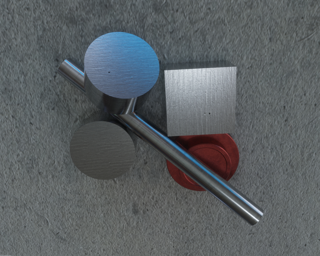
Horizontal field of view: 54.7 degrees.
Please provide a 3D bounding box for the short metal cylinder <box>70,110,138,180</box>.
[{"bbox_3d":[-0.071,0.020,0.405,0.081,0.050,0.079,0,110,0],"label":"short metal cylinder"}]

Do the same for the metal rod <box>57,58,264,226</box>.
[{"bbox_3d":[0.000,0.016,0.381,0.300,0.025,0.025,38,106,0],"label":"metal rod"}]

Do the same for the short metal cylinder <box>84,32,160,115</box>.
[{"bbox_3d":[-0.046,-0.061,0.355,0.081,0.050,0.080,4,72,-13],"label":"short metal cylinder"}]

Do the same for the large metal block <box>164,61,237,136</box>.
[{"bbox_3d":[0.047,-0.038,0.382,0.080,0.050,0.079,-3,110,1],"label":"large metal block"}]

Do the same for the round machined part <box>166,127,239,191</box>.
[{"bbox_3d":[0.058,0.044,0.418,0.099,0.042,0.097,0,110,0],"label":"round machined part"}]
